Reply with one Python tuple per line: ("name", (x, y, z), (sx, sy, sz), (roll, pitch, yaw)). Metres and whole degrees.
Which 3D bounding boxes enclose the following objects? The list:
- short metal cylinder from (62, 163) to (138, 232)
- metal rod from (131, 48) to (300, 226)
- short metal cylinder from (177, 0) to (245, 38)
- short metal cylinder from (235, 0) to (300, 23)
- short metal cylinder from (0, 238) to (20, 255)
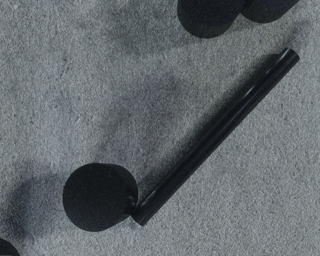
("short metal cylinder", (-0.073, 0.084, 0.388), (0.080, 0.050, 0.080), (-1, 82, 11))
("metal rod", (0.072, 0.011, 0.410), (0.025, 0.025, 0.300), (43, 90, 0))
("short metal cylinder", (0.063, -0.162, 0.398), (0.081, 0.050, 0.080), (0, 90, 0))
("short metal cylinder", (0.141, -0.183, 0.399), (0.081, 0.050, 0.080), (0, 90, -1))
("short metal cylinder", (-0.228, 0.188, 0.396), (0.081, 0.050, 0.080), (0, 90, 0))
